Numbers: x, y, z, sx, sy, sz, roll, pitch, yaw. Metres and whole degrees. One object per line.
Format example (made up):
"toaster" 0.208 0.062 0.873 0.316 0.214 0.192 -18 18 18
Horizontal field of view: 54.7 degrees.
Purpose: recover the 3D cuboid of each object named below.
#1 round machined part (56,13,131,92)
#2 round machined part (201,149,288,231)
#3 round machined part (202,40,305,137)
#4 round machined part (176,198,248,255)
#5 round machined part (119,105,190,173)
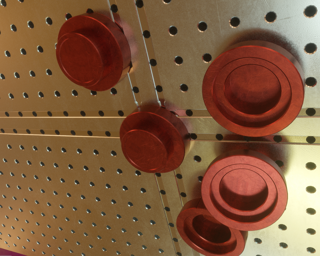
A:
"round machined part" -0.090 -0.091 0.390 0.098 0.042 0.097 13 124 20
"round machined part" 0.102 0.072 0.379 0.098 0.042 0.097 5 107 17
"round machined part" 0.097 -0.043 0.322 0.098 0.042 0.097 13 124 20
"round machined part" 0.076 0.137 0.442 0.098 0.042 0.097 14 126 21
"round machined part" -0.013 0.022 0.419 0.098 0.042 0.097 13 124 20
